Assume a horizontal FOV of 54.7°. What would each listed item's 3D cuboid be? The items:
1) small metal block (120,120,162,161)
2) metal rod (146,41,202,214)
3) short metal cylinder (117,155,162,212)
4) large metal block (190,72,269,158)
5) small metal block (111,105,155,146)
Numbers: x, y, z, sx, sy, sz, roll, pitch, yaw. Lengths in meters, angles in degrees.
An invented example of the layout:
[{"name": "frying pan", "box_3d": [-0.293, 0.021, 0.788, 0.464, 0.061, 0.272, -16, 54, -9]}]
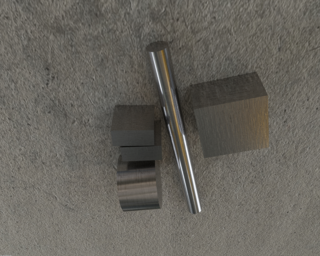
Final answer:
[{"name": "small metal block", "box_3d": [-0.023, 0.016, 0.404, 0.050, 0.050, 0.025, -2, 130, 1]}, {"name": "metal rod", "box_3d": [0.028, 0.023, 0.427, 0.025, 0.025, 0.298, -9, 130, 7]}, {"name": "short metal cylinder", "box_3d": [-0.027, 0.075, 0.434, 0.050, 0.080, 0.080, -6, 130, 4]}, {"name": "large metal block", "box_3d": [0.085, -0.014, 0.380, 0.080, 0.050, 0.080, -11, 130, 8]}, {"name": "small metal block", "box_3d": [-0.032, -0.004, 0.387, 0.050, 0.050, 0.025, -1, 130, 0]}]
